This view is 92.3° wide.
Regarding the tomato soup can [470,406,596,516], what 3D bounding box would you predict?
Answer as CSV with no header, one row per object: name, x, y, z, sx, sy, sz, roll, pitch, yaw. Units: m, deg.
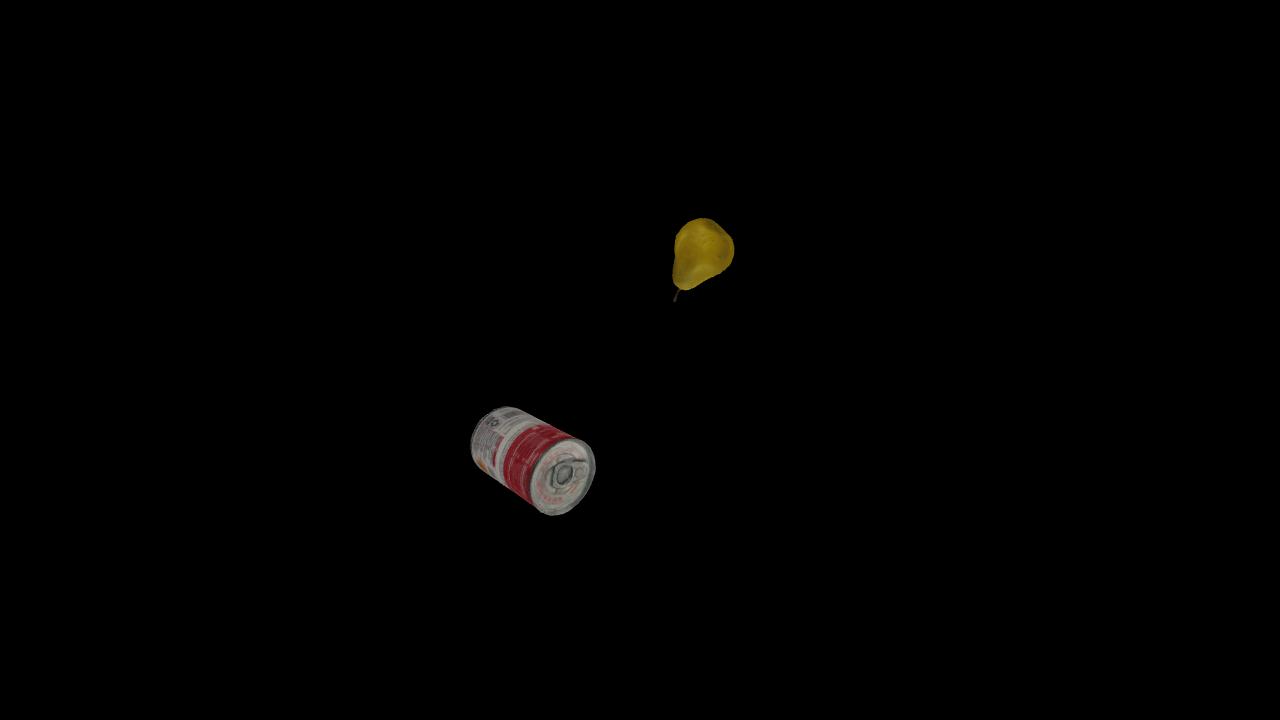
tomato soup can,-0.097,0.086,0.543,0.068,0.068,0.101,0,13,-45

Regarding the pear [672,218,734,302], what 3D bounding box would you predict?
pear,0.071,-0.130,0.812,0.111,0.080,0.080,-50,-26,24
